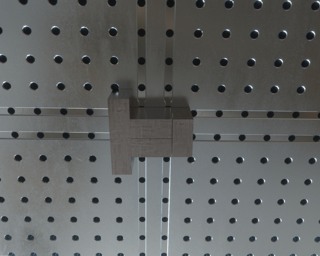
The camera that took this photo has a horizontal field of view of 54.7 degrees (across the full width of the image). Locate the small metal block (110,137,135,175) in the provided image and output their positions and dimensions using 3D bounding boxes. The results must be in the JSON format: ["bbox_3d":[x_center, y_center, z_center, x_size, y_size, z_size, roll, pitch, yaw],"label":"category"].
[{"bbox_3d":[-0.049,0.028,0.409,0.025,0.050,0.050,0,110,0],"label":"small metal block"}]

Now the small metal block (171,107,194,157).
[{"bbox_3d":[0.028,0.004,0.401,0.025,0.050,0.050,0,110,0],"label":"small metal block"}]

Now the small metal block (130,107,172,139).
[{"bbox_3d":[-0.011,-0.007,0.396,0.050,0.050,0.025,0,110,-1],"label":"small metal block"}]

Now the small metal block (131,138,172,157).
[{"bbox_3d":[-0.011,0.016,0.405,0.050,0.050,0.025,0,110,-1],"label":"small metal block"}]

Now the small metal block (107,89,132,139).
[{"bbox_3d":[-0.049,-0.019,0.392,0.025,0.050,0.050,0,110,0],"label":"small metal block"}]
